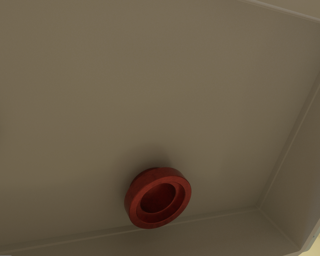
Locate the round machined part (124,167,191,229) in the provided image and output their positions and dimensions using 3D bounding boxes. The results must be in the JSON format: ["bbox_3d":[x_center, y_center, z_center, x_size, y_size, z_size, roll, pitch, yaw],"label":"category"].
[{"bbox_3d":[-0.007,0.097,0.456,0.099,0.042,0.097,-14,125,-21],"label":"round machined part"}]
